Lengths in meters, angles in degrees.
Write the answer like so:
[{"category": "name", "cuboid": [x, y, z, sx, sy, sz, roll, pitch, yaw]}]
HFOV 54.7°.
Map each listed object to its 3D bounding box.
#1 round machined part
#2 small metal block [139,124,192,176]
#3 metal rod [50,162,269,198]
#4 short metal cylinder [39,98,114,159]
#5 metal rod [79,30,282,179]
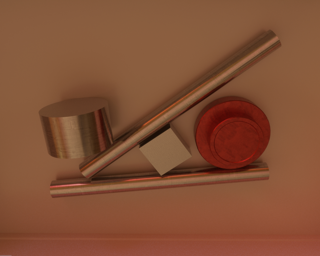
[{"category": "round machined part", "cuboid": [0.096, 0.011, 0.404, 0.099, 0.042, 0.097, 0, 110, -1]}, {"category": "small metal block", "cuboid": [0.007, 0.028, 0.419, 0.050, 0.025, 0.050, -34, 107, 11]}, {"category": "metal rod", "cuboid": [-0.001, 0.074, 0.437, 0.302, 0.025, 0.025, -5, 110, 1]}, {"category": "short metal cylinder", "cuboid": [-0.101, -0.002, 0.379, 0.081, 0.080, 0.050, -5, 110, 1]}, {"category": "metal rod", "cuboid": [0.017, -0.024, 0.401, 0.300, 0.025, 0.025, -35, 107, 11]}]
